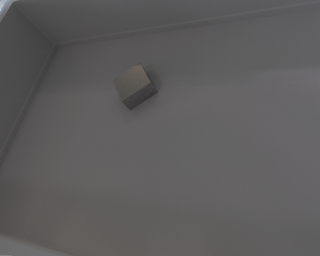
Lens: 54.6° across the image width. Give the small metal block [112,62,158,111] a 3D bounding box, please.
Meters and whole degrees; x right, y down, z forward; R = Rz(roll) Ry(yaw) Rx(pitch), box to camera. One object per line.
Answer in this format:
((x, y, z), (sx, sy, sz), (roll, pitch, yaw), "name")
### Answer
((-0.038, -0.063, 0.465), (0.050, 0.025, 0.050), (-32, 51, 7), "small metal block")
